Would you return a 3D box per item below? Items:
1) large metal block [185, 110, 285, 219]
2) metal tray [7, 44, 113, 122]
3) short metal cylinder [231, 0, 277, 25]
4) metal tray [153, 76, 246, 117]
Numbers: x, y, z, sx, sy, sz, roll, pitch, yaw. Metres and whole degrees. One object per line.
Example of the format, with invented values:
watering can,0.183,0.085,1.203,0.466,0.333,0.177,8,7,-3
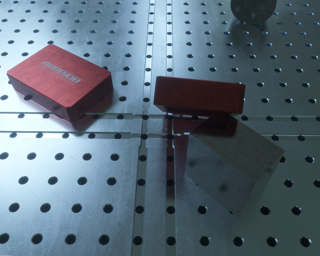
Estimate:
large metal block,0.076,0.039,0.339,0.050,0.080,0.080,-37,60,-27
metal tray,-0.148,-0.071,0.463,0.130,0.030,0.090,28,55,21
short metal cylinder,0.177,-0.242,0.576,0.080,0.080,0.050,15,52,12
metal tray,0.045,-0.033,0.374,0.090,0.130,0.030,6,90,5
